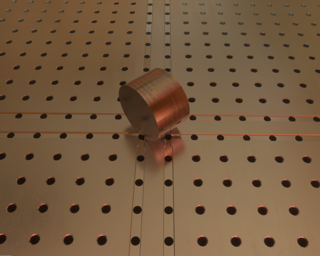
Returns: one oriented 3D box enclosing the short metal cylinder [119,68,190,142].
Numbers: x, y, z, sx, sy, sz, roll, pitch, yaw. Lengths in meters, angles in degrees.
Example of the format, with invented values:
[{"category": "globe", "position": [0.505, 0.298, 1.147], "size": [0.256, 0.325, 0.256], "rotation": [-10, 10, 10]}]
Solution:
[{"category": "short metal cylinder", "position": [-0.008, -0.030, 0.396], "size": [0.050, 0.080, 0.080], "rotation": [-33, 58, -25]}]
